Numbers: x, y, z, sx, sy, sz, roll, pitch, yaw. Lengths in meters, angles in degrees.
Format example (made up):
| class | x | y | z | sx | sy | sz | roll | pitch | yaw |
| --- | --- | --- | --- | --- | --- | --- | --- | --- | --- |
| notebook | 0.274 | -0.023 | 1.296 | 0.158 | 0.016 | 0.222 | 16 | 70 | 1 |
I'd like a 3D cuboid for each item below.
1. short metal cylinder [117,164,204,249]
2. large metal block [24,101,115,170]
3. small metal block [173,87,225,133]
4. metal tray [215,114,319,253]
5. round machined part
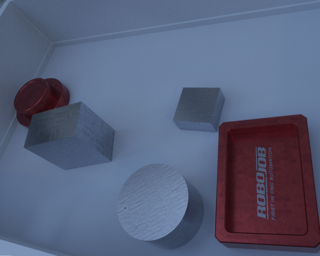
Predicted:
| class | x | y | z | sx | sy | sz | roll | pitch | yaw |
| --- | --- | --- | --- | --- | --- | --- | --- | --- | --- |
| short metal cylinder | 0.001 | 0.085 | 0.336 | 0.080 | 0.050 | 0.080 | -13 | 56 | 20 |
| large metal block | -0.119 | 0.014 | 0.422 | 0.080 | 0.080 | 0.050 | -12 | 57 | 21 |
| small metal block | 0.050 | -0.024 | 0.393 | 0.050 | 0.025 | 0.050 | 5 | 64 | 30 |
| metal tray | 0.106 | 0.053 | 0.313 | 0.090 | 0.030 | 0.130 | -6 | 59 | 24 |
| round machined part | -0.208 | -0.046 | 0.530 | 0.098 | 0.042 | 0.098 | -13 | 56 | 20 |
